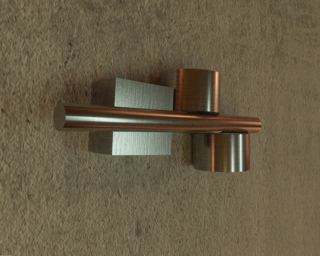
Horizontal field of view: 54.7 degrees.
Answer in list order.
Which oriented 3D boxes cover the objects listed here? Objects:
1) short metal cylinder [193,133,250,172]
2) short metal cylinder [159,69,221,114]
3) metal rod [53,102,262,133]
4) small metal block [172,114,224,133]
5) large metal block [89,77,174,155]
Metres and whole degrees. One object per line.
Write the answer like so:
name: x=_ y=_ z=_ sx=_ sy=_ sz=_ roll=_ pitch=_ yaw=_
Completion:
short metal cylinder: x=0.088 y=0.033 z=0.446 sx=0.081 sy=0.080 sz=0.050 roll=0 pitch=91 yaw=-40
short metal cylinder: x=0.039 y=-0.045 z=0.406 sx=0.081 sy=0.080 sz=0.050 roll=3 pitch=89 yaw=-40
metal rod: x=0.027 y=-0.007 z=0.365 sx=0.302 sy=0.025 sz=0.025 roll=1 pitch=89 yaw=-41
small metal block: x=0.053 y=-0.005 z=0.435 sx=0.050 sy=0.050 sz=0.025 roll=1 pitch=89 yaw=-40
large metal block: x=-0.032 y=-0.010 z=0.360 sx=0.081 sy=0.050 sz=0.080 roll=4 pitch=88 yaw=-40
